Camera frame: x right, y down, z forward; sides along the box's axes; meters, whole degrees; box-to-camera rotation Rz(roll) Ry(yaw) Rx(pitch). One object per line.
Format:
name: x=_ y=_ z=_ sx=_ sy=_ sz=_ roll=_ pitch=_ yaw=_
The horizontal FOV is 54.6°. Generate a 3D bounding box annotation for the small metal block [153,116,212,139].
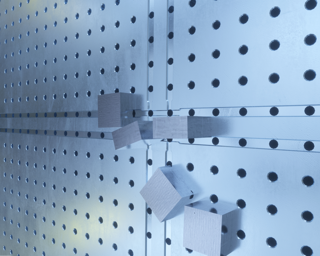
small metal block: x=0.027 y=-0.001 z=0.372 sx=0.050 sy=0.050 sz=0.025 roll=-2 pitch=89 yaw=40

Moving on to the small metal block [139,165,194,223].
small metal block: x=0.007 y=0.085 z=0.404 sx=0.050 sy=0.025 sz=0.050 roll=50 pitch=119 yaw=28

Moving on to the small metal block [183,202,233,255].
small metal block: x=0.056 y=0.119 z=0.364 sx=0.050 sy=0.025 sz=0.050 roll=4 pitch=93 yaw=40

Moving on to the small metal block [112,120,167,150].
small metal block: x=-0.027 y=0.010 z=0.417 sx=0.050 sy=0.050 sz=0.025 roll=-22 pitch=76 yaw=38

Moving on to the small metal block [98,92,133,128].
small metal block: x=-0.067 y=-0.026 z=0.467 sx=0.050 sy=0.025 sz=0.050 roll=-1 pitch=89 yaw=40
